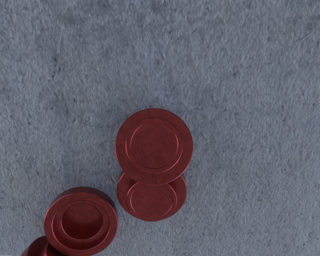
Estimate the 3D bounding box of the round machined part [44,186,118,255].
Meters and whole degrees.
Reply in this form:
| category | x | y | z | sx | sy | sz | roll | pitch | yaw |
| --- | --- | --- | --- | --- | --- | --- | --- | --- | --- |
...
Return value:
| category | x | y | z | sx | sy | sz | roll | pitch | yaw |
| --- | --- | --- | --- | --- | --- | --- | --- | --- | --- |
| round machined part | -0.109 | 0.128 | 0.441 | 0.099 | 0.042 | 0.097 | -2 | 103 | -7 |

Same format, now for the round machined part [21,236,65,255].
| category | x | y | z | sx | sy | sz | roll | pitch | yaw |
| --- | --- | --- | --- | --- | --- | --- | --- | --- | --- |
| round machined part | -0.144 | 0.194 | 0.441 | 0.098 | 0.098 | 0.042 | 41 | 105 | -14 |

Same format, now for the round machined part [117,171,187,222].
| category | x | y | z | sx | sy | sz | roll | pitch | yaw |
| --- | --- | --- | --- | --- | --- | --- | --- | --- | --- |
| round machined part | -0.011 | 0.091 | 0.434 | 0.099 | 0.042 | 0.097 | 0 | 110 | -1 |

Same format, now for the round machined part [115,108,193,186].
| category | x | y | z | sx | sy | sz | roll | pitch | yaw |
| --- | --- | --- | --- | --- | --- | --- | --- | --- | --- |
| round machined part | -0.007 | 0.023 | 0.388 | 0.099 | 0.042 | 0.097 | 0 | 83 | -2 |
